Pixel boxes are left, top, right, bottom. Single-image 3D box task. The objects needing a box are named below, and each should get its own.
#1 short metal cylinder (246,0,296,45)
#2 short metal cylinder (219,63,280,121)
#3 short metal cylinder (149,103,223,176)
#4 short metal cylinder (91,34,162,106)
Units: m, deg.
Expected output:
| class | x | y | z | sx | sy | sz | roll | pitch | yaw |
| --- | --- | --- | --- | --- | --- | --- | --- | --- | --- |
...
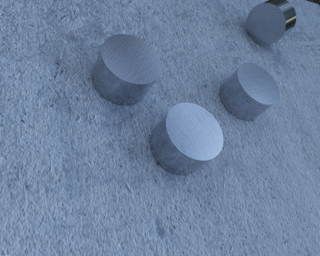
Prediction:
| class | x | y | z | sx | sy | sz | roll | pitch | yaw |
| --- | --- | --- | --- | --- | --- | --- | --- | --- | --- |
| short metal cylinder | 0.221 | -0.212 | 0.616 | 0.050 | 0.080 | 0.080 | -34 | 81 | -38 |
| short metal cylinder | 0.143 | -0.058 | 0.500 | 0.081 | 0.050 | 0.080 | 14 | 56 | -21 |
| short metal cylinder | 0.033 | 0.014 | 0.396 | 0.081 | 0.050 | 0.080 | 14 | 56 | -21 |
| short metal cylinder | -0.045 | -0.076 | 0.410 | 0.081 | 0.050 | 0.080 | 14 | 56 | -21 |
